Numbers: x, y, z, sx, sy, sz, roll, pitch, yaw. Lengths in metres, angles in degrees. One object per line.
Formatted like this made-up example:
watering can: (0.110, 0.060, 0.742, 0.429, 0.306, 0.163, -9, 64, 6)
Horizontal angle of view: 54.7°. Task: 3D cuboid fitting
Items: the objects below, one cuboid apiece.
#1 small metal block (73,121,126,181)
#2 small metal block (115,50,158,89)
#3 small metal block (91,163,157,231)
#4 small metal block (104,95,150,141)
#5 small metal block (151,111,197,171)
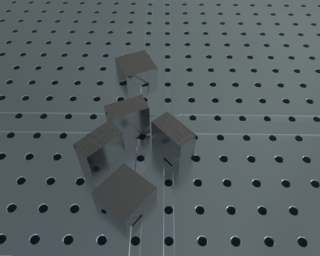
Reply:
small metal block: (-0.070, 0.027, 0.368, 0.025, 0.050, 0.050, 38, 59, 27)
small metal block: (-0.037, -0.092, 0.485, 0.050, 0.025, 0.050, -19, 53, -16)
small metal block: (-0.039, 0.075, 0.344, 0.050, 0.025, 0.050, 32, 57, 24)
small metal block: (-0.041, -0.010, 0.399, 0.050, 0.050, 0.025, -18, 53, -15)
small metal block: (0.016, 0.016, 0.378, 0.025, 0.050, 0.050, -35, 59, -26)
